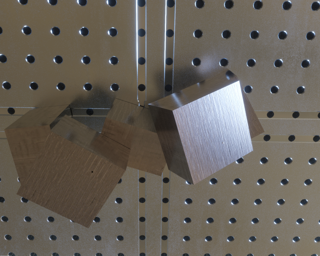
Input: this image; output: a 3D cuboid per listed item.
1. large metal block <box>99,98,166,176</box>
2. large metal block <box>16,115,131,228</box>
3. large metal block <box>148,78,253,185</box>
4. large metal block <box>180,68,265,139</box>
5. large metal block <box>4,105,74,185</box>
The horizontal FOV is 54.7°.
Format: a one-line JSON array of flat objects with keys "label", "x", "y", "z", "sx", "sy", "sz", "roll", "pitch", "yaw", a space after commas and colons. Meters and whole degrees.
[{"label": "large metal block", "x": -0.029, "y": 0.009, "z": 0.386, "sx": 0.080, "sy": 0.080, "sz": 0.050, "roll": 18, "pitch": 109, "yaw": -7}, {"label": "large metal block", "x": -0.088, "y": 0.045, "z": 0.329, "sx": 0.080, "sy": 0.050, "sz": 0.080, "roll": 30, "pitch": 107, "yaw": -10}, {"label": "large metal block", "x": 0.044, "y": 0.000, "z": 0.328, "sx": 0.081, "sy": 0.050, "sz": 0.080, "roll": -25, "pitch": 111, "yaw": -22}, {"label": "large metal block", "x": 0.072, "y": -0.017, "z": 0.395, "sx": 0.080, "sy": 0.050, "sz": 0.080, "roll": -29, "pitch": 108, "yaw": 9}, {"label": "large metal block", "x": -0.142, "y": 0.022, "z": 0.390, "sx": 0.050, "sy": 0.080, "sz": 0.079, "roll": -6, "pitch": 110, "yaw": 2}]
